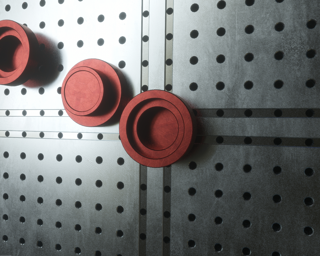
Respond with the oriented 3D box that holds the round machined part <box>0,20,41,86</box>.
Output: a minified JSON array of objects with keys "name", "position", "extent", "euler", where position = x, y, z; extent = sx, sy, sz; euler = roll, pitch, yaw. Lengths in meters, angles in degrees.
[{"name":"round machined part","position":[-0.226,-0.113,0.481],"extent":[0.098,0.042,0.097],"euler":[0,90,19]}]

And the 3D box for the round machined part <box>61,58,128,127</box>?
[{"name":"round machined part","position":[-0.099,-0.050,0.437],"extent":[0.098,0.042,0.097],"euler":[0,90,19]}]

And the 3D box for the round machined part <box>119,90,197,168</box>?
[{"name":"round machined part","position":[0.000,0.001,0.403],"extent":[0.098,0.042,0.097],"euler":[0,90,19]}]
